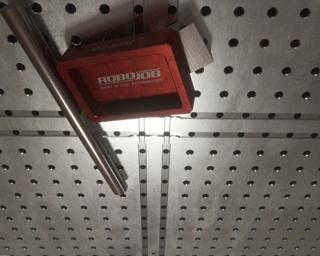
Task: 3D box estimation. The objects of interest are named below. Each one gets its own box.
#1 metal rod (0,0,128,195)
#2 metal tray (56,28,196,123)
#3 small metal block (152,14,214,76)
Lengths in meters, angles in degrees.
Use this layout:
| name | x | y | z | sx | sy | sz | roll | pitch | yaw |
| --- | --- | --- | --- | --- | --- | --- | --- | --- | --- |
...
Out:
| name | x | y | z | sx | sy | sz | roll | pitch | yaw |
| --- | --- | --- | --- | --- | --- | --- | --- | --- | --- |
| metal rod | -0.105 | -0.012 | 0.399 | 0.025 | 0.025 | 0.299 | -13 | 129 | 10 |
| metal tray | -0.035 | -0.052 | 0.342 | 0.130 | 0.030 | 0.090 | -5 | 134 | 20 |
| small metal block | 0.024 | -0.087 | 0.338 | 0.050 | 0.025 | 0.050 | -24 | 127 | 18 |
